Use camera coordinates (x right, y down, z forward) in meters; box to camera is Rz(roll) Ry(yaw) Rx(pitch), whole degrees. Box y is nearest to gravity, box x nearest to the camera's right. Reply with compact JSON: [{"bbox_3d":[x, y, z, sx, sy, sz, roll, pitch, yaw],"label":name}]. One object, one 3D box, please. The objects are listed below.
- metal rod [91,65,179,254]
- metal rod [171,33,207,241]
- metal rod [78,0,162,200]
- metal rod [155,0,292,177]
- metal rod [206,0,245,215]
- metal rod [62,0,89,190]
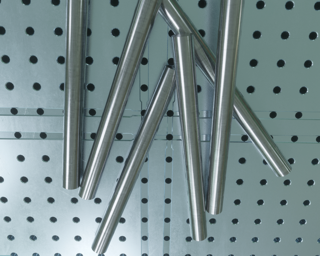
[{"bbox_3d":[-0.039,0.056,0.433,0.025,0.025,0.298,21,109,-8],"label":"metal rod"},{"bbox_3d":[0.042,0.030,0.411,0.025,0.025,0.298,-6,115,2],"label":"metal rod"},{"bbox_3d":[-0.054,-0.031,0.387,0.025,0.025,0.298,19,114,-7],"label":"metal rod"},{"bbox_3d":[0.083,-0.052,0.394,0.025,0.025,0.300,-36,107,12],"label":"metal rod"},{"bbox_3d":[0.077,-0.012,0.387,0.025,0.025,0.298,-1,119,0],"label":"metal rod"},{"bbox_3d":[-0.108,-0.058,0.391,0.025,0.025,0.298,7,110,-3],"label":"metal rod"}]
